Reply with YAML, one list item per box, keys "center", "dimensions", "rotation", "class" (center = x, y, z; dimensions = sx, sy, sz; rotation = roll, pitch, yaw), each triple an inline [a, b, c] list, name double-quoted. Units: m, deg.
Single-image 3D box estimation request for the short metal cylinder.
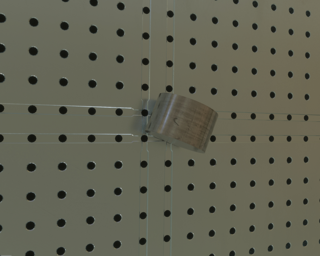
- center: [0.027, -0.005, 0.393]
  dimensions: [0.080, 0.080, 0.050]
  rotation: [23, 83, -19]
  class: "short metal cylinder"
